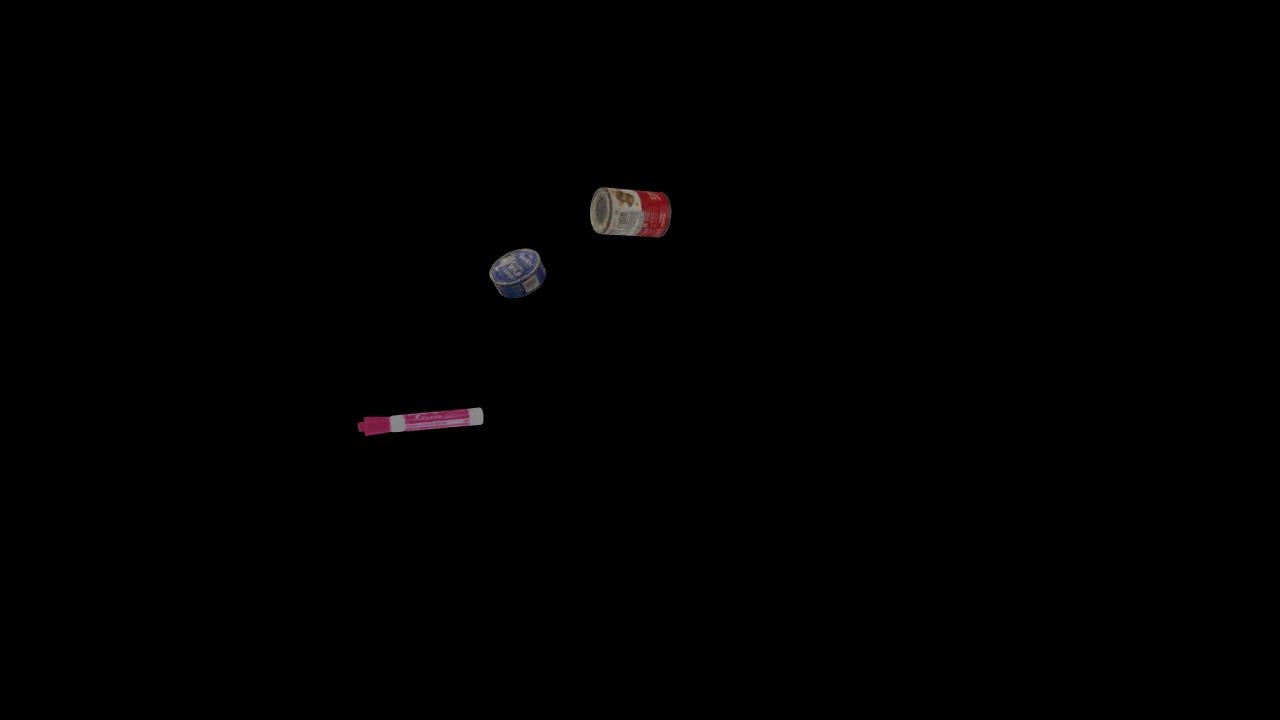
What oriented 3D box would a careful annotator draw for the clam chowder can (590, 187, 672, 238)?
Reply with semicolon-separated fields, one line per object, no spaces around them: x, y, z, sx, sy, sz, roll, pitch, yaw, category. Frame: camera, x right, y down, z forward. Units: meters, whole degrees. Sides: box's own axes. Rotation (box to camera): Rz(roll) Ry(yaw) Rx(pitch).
-0.014;-0.216;0.905;0.102;0.068;0.068;-4;2;-29;clam chowder can

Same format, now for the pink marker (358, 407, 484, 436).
-0.222;0.063;0.630;0.121;0.020;0.020;-3;2;-30;pink marker

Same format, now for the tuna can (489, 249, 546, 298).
-0.191;-0.136;0.968;0.084;0.084;0.034;0;-41;20;tuna can
